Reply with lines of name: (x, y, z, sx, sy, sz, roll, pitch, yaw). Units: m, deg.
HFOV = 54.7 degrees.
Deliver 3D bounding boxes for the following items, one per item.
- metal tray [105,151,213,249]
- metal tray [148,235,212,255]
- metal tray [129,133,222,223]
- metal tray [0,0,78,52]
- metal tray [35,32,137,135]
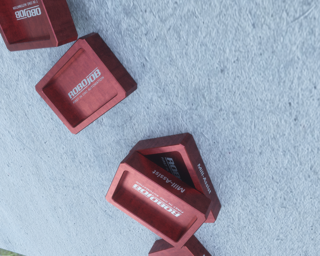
metal tray: (-0.005, 0.100, 0.428, 0.130, 0.030, 0.089, 32, 129, 7)
metal tray: (0.053, 0.240, 0.524, 0.090, 0.030, 0.130, -33, 100, 38)
metal tray: (0.022, 0.075, 0.437, 0.090, 0.030, 0.129, -11, 113, 32)
metal tray: (-0.163, -0.144, 0.379, 0.130, 0.030, 0.089, 8, 123, 41)
metal tray: (-0.104, -0.056, 0.423, 0.130, 0.030, 0.090, -30, 102, 38)
